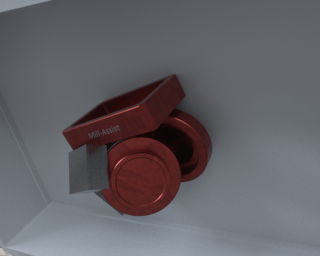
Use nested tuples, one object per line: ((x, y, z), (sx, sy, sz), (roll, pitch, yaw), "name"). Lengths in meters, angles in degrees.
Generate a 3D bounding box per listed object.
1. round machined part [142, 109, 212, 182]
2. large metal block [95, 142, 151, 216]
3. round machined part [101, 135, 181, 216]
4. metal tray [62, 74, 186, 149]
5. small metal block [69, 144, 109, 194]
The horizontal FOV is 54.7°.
((0.020, 0.018, 0.397), (0.098, 0.042, 0.097), (13, 124, 20), "round machined part")
((-0.053, 0.059, 0.435), (0.080, 0.080, 0.050), (39, 129, 1), "large metal block")
((-0.023, 0.059, 0.368), (0.099, 0.042, 0.097), (-1, 96, -6), "round machined part")
((-0.044, -0.017, 0.375), (0.130, 0.090, 0.030), (-16, 111, 34), "metal tray")
((-0.084, 0.049, 0.360), (0.050, 0.025, 0.050), (-23, 68, 49), "small metal block")
